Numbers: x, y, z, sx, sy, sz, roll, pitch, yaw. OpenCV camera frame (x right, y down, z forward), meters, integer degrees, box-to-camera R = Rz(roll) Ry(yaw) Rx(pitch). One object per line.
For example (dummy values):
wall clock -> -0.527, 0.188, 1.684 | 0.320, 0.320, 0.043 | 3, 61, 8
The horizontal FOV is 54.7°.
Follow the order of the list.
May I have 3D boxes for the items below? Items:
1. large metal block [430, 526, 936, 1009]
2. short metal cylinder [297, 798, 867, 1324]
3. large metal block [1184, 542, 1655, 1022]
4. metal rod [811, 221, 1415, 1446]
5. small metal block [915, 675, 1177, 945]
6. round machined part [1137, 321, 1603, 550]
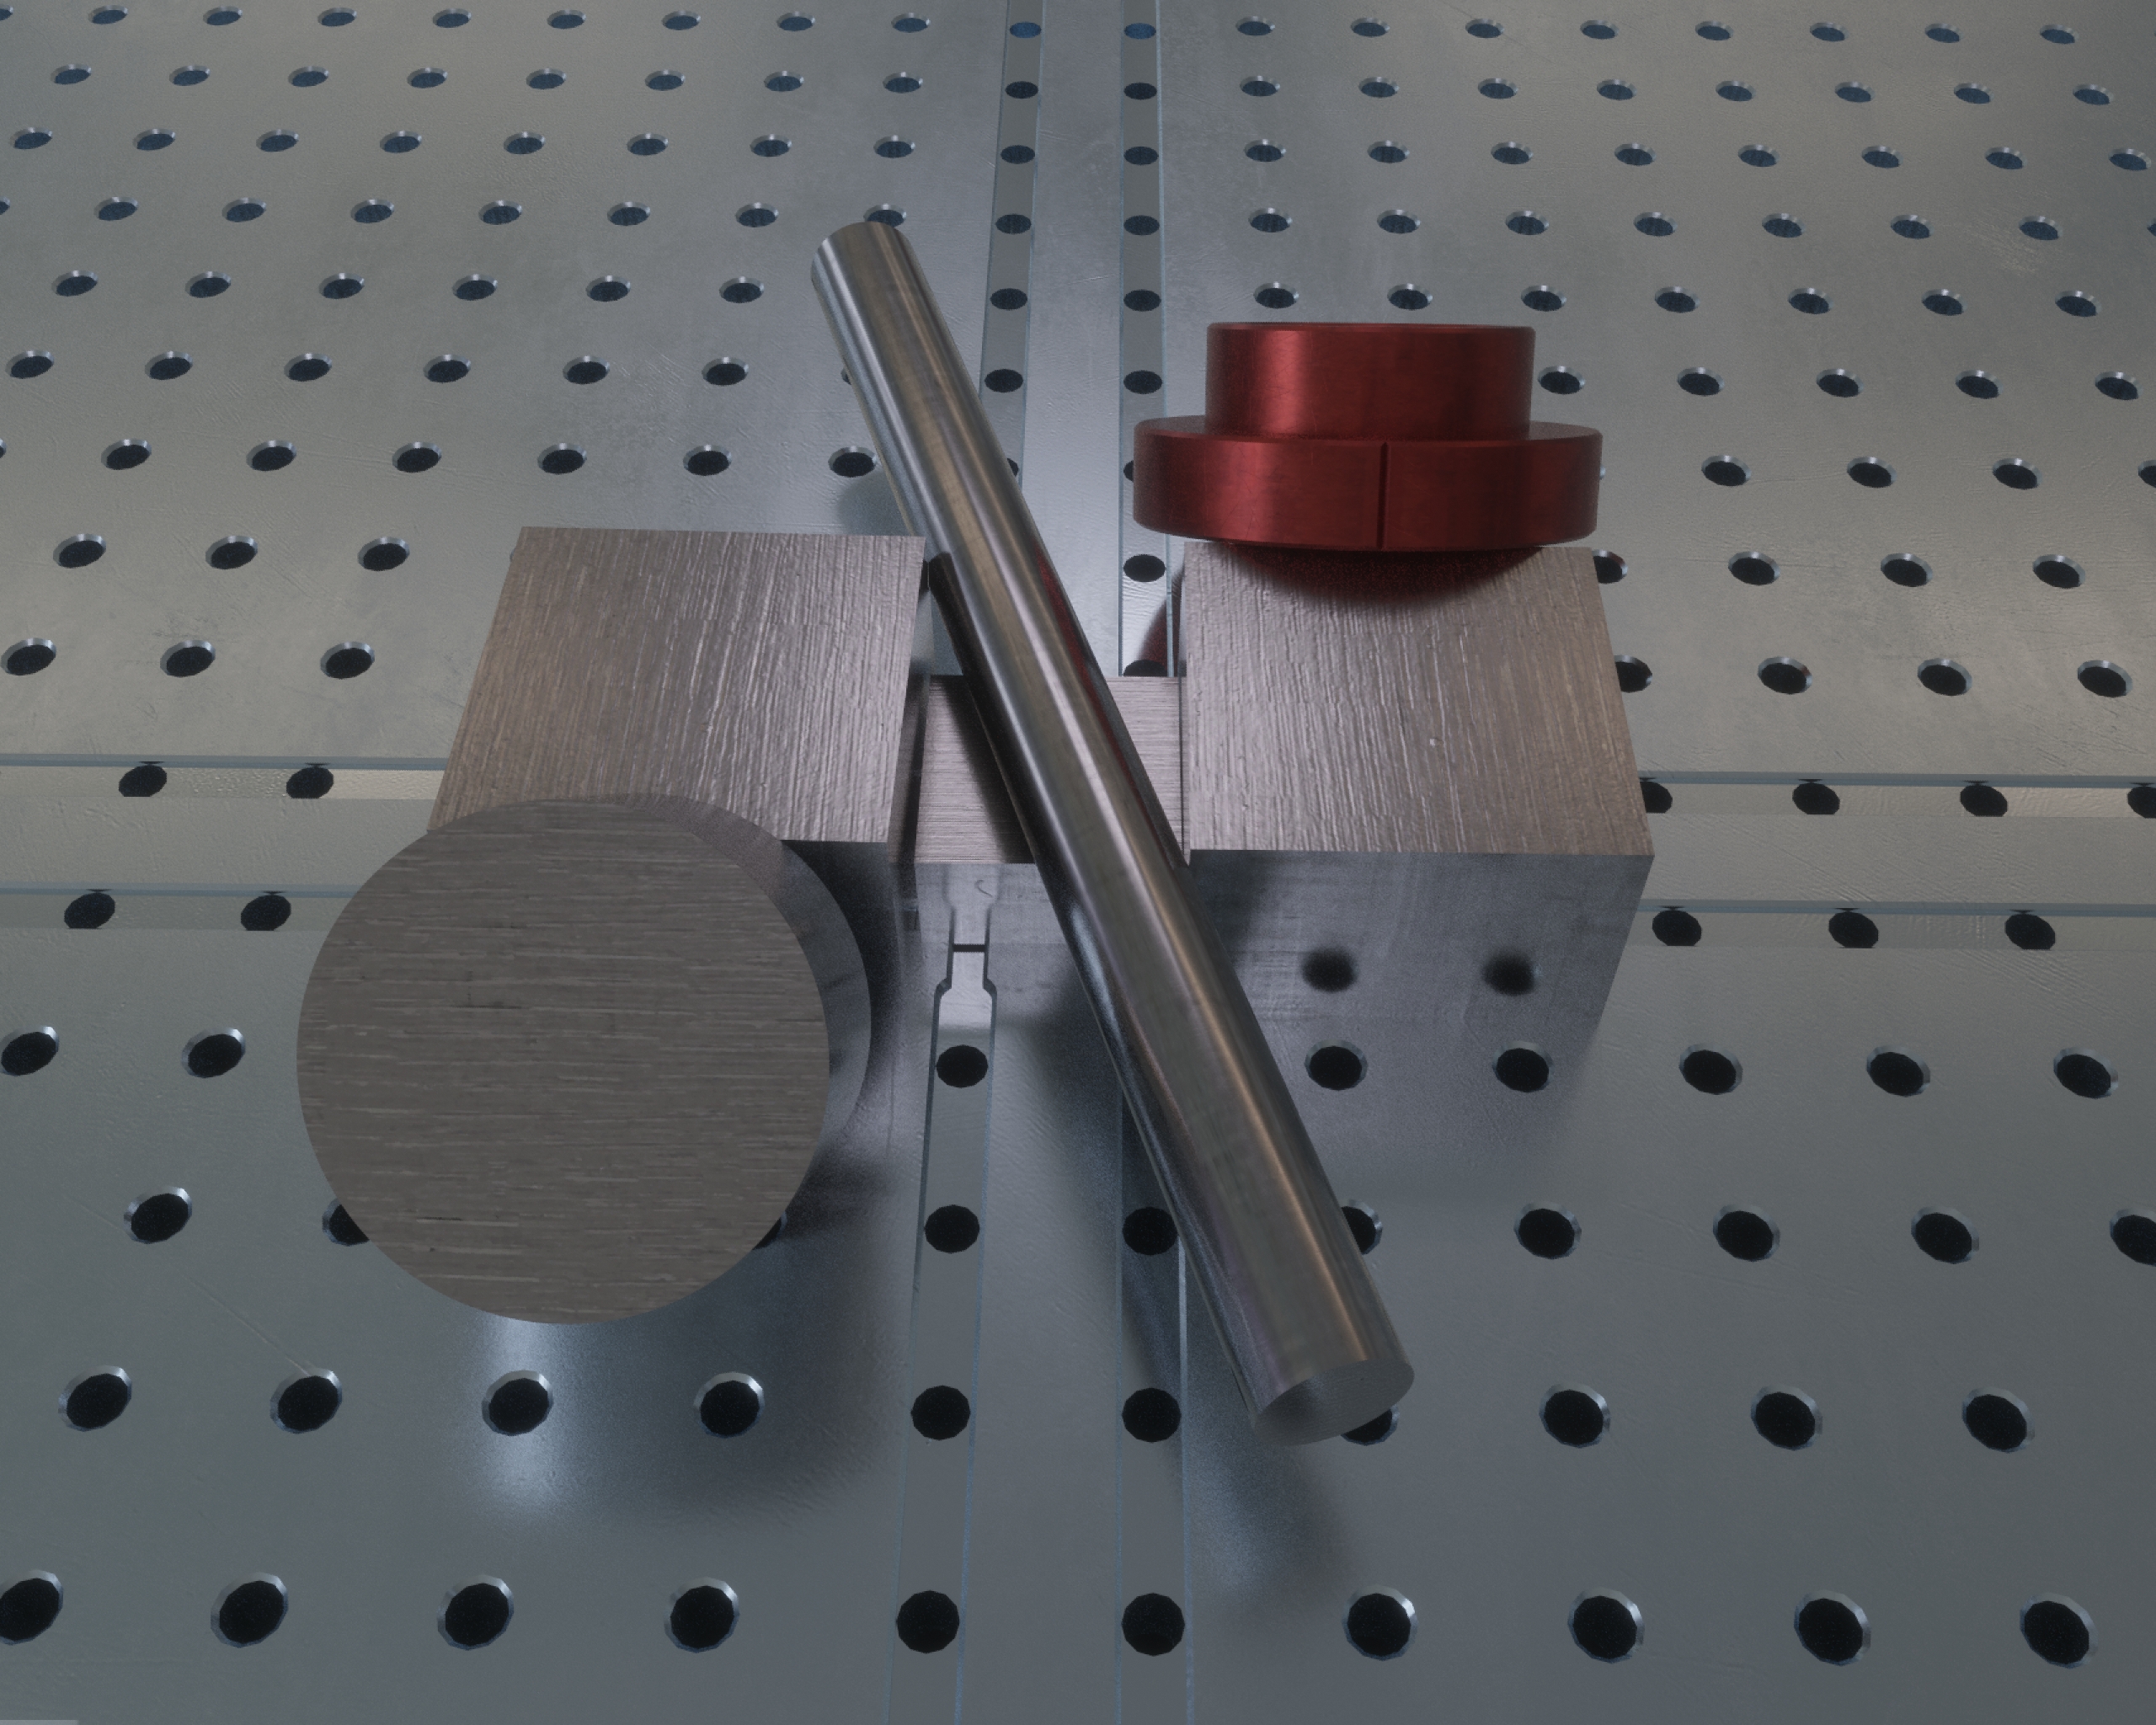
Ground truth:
large metal block -> -0.072, -0.019, 0.408 | 0.080, 0.050, 0.080 | 2, 50, 1
short metal cylinder -> -0.077, 0.029, 0.339 | 0.080, 0.050, 0.079 | 0, 93, 1
large metal block -> 0.061, -0.017, 0.406 | 0.081, 0.050, 0.080 | 1, 50, 0
metal rod -> -0.006, -0.030, 0.399 | 0.025, 0.025, 0.300 | -13, 51, -11
small metal block -> -0.005, -0.011, 0.417 | 0.050, 0.025, 0.050 | 1, 50, 0
round machined part -> 0.061, -0.093, 0.443 | 0.099, 0.042, 0.098 | 1, 15, 0
